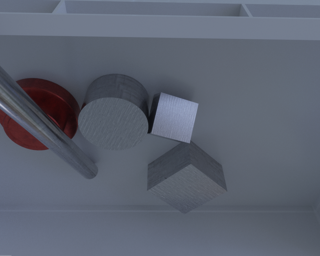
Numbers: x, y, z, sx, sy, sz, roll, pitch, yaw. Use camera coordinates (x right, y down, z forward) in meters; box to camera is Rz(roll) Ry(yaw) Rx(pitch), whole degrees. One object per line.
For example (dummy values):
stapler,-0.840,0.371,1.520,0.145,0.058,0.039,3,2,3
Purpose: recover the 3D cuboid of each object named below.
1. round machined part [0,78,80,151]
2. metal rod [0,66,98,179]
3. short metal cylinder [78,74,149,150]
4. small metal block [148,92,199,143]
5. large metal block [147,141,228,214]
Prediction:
round machined part,-0.153,-0.010,0.387,0.099,0.042,0.097,-1,130,0
metal rod,-0.121,0.003,0.330,0.025,0.025,0.299,-6,155,4
short metal cylinder,-0.054,-0.019,0.376,0.081,0.050,0.079,0,130,0
small metal block,0.014,-0.012,0.379,0.050,0.025,0.050,15,84,-19
large metal block,0.039,0.073,0.456,0.080,0.050,0.080,-36,122,26
